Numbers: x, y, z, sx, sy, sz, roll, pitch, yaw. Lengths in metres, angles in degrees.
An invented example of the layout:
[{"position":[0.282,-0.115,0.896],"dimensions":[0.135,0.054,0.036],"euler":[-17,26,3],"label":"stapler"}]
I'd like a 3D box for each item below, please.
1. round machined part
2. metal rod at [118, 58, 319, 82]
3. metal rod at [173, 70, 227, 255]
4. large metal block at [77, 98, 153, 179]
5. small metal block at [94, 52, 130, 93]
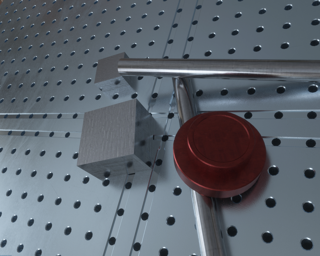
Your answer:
[{"position":[0.063,0.021,0.331],"dimensions":[0.099,0.042,0.098],"euler":[-2,56,3],"label":"round machined part"},{"position":[0.085,-0.073,0.385],"dimensions":[0.301,0.025,0.025],"euler":[6,64,22],"label":"metal rod"},{"position":[0.042,0.034,0.364],"dimensions":[0.025,0.025,0.299],"euler":[-19,54,17],"label":"metal rod"},{"position":[-0.057,0.016,0.410],"dimensions":[0.080,0.050,0.080],"euler":[-13,56,20],"label":"large metal block"},{"position":[-0.075,-0.090,0.501],"dimensions":[0.050,0.025,0.050],"euler":[-11,57,21],"label":"small metal block"}]
